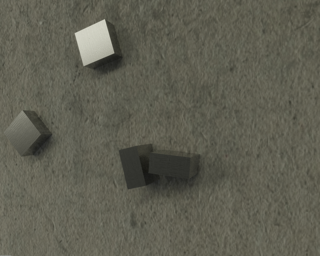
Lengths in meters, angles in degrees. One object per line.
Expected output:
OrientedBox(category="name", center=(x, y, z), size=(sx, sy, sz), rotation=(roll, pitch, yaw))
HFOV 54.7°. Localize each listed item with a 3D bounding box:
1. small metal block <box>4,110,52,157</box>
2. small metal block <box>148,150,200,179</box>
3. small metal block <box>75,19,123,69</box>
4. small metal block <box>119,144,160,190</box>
OrientedBox(category="small metal block", center=(-0.205, 0.008, 0.479), size=(0.050, 0.025, 0.050), rotation=(-45, 77, 14))
OrientedBox(category="small metal block", center=(0.019, 0.044, 0.388), size=(0.050, 0.050, 0.025), rotation=(5, 92, 19))
OrientedBox(category="small metal block", center=(-0.087, -0.117, 0.438), size=(0.050, 0.025, 0.050), rotation=(-18, 84, 18))
OrientedBox(category="small metal block", center=(-0.026, 0.049, 0.404), size=(0.025, 0.050, 0.050), rotation=(-15, 85, 19))
